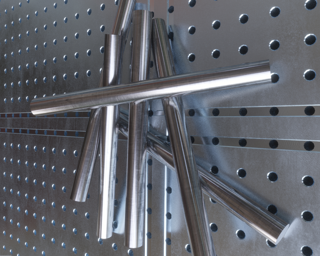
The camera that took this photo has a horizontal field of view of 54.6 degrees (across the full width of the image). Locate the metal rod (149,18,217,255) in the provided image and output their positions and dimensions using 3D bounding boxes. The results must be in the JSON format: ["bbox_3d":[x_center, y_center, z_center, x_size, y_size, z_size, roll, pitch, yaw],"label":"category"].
[{"bbox_3d":[0.021,0.000,0.368,0.025,0.025,0.299,-25,67,37],"label":"metal rod"}]

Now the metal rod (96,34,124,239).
[{"bbox_3d":[-0.072,0.022,0.441,0.025,0.025,0.298,19,111,38],"label":"metal rod"}]

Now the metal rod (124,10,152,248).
[{"bbox_3d":[-0.028,0.003,0.400,0.025,0.025,0.298,5,94,40],"label":"metal rod"}]

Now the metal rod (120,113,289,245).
[{"bbox_3d":[0.018,0.040,0.395,0.300,0.025,0.025,32,110,35],"label":"metal rod"}]

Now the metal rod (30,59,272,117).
[{"bbox_3d":[-0.027,-0.043,0.370,0.300,0.025,0.025,-6,86,20],"label":"metal rod"}]

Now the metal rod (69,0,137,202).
[{"bbox_3d":[-0.082,-0.042,0.449,0.025,0.025,0.299,14,90,39],"label":"metal rod"}]
